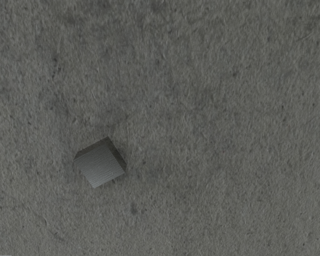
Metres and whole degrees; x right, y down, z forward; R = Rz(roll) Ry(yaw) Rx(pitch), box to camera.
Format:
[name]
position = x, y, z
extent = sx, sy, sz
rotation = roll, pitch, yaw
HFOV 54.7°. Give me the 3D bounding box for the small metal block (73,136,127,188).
[small metal block]
position = -0.081, 0.047, 0.426
extent = 0.050, 0.025, 0.050
rotation = -27, 108, 9
